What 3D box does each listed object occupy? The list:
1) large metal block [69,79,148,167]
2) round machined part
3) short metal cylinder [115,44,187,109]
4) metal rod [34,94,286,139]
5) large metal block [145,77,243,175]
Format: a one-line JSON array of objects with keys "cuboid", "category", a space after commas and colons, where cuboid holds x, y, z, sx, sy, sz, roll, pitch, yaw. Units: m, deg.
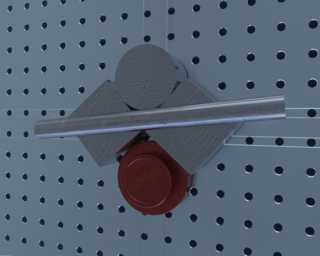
[{"cuboid": [-0.064, -0.006, 0.418, 0.080, 0.050, 0.080, -41, 79, 15], "category": "large metal block"}, {"cuboid": [-0.012, 0.065, 0.403, 0.098, 0.042, 0.097, 0, 90, 19], "category": "round machined part"}, {"cuboid": [-0.010, -0.062, 0.399, 0.080, 0.050, 0.079, 0, 90, 20], "category": "short metal cylinder"}, {"cuboid": [-0.017, -0.009, 0.359, 0.301, 0.025, 0.025, -5, 89, 20], "category": "metal rod"}, {"cuboid": [0.041, -0.003, 0.378, 0.080, 0.050, 0.080, 44, 105, 14], "category": "large metal block"}]
